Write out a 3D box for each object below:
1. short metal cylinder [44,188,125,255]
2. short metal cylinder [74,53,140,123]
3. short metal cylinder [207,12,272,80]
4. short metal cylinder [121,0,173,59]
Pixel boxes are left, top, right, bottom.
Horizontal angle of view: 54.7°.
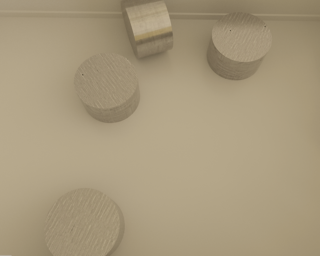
[{"bbox_3d":[-0.083,0.113,0.354,0.081,0.050,0.080,0,70,0],"label":"short metal cylinder"},{"bbox_3d":[-0.068,-0.053,0.415,0.081,0.050,0.080,0,70,0],"label":"short metal cylinder"},{"bbox_3d":[0.110,-0.115,0.439,0.081,0.050,0.080,0,70,0],"label":"short metal cylinder"},{"bbox_3d":[-0.019,-0.142,0.432,0.050,0.080,0.080,-18,71,-6],"label":"short metal cylinder"}]
